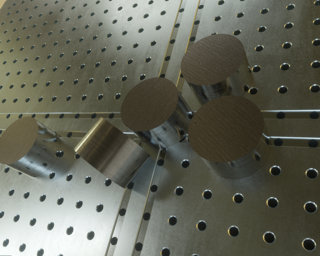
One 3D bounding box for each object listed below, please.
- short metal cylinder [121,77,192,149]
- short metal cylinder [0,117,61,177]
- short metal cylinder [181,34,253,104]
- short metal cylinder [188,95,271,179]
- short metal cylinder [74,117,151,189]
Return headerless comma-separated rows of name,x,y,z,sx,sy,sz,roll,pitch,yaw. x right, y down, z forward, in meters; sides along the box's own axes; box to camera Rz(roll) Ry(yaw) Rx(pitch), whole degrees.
short metal cylinder,-0.004,-0.019,0.406,0.080,0.050,0.080,-13,56,21
short metal cylinder,-0.203,0.029,0.481,0.080,0.050,0.080,-13,56,21
short metal cylinder,0.073,-0.073,0.399,0.080,0.050,0.080,-13,56,21
short metal cylinder,0.078,0.011,0.345,0.080,0.050,0.080,-13,56,21
short metal cylinder,-0.059,0.031,0.385,0.080,0.080,0.050,32,80,38
